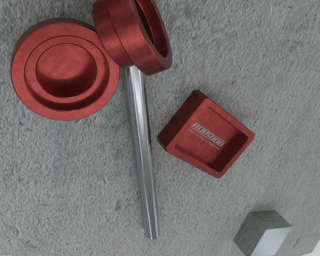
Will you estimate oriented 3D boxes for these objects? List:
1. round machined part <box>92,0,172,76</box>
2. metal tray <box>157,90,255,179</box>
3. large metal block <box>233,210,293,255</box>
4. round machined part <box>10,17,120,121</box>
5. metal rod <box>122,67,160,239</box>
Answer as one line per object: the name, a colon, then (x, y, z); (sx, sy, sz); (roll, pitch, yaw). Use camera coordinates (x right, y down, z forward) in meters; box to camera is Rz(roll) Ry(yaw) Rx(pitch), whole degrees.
round machined part: (-0.027, -0.096, 0.294); (0.042, 0.098, 0.098); (-18, 132, 18)
metal tray: (0.071, 0.014, 0.450); (0.131, 0.030, 0.090); (31, 101, -38)
large metal block: (0.213, 0.220, 0.644); (0.081, 0.050, 0.079); (7, 115, -32)
round machined part: (-0.093, -0.059, 0.306); (0.099, 0.042, 0.097); (-13, 126, -18)
metal rod: (-0.022, 0.047, 0.424); (0.025, 0.025, 0.298); (-17, 126, -19)
